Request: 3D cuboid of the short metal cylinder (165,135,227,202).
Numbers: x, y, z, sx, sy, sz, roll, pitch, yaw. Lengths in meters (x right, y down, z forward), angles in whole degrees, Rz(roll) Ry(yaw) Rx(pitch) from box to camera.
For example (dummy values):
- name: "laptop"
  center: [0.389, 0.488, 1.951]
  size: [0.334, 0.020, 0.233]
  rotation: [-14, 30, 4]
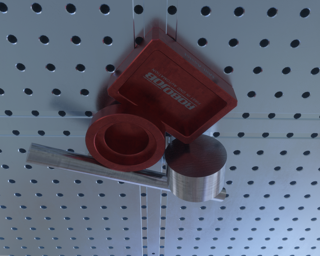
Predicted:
- name: "short metal cylinder"
  center: [0.048, 0.053, 0.419]
  size: [0.080, 0.080, 0.050]
  rotation: [-3, 130, 2]

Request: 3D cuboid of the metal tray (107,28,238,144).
- name: "metal tray"
  center: [0.016, -0.044, 0.370]
  size: [0.130, 0.030, 0.090]
  rotation: [33, 122, -25]

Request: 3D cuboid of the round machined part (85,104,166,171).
- name: "round machined part"
  center: [-0.042, 0.008, 0.396]
  size: [0.099, 0.042, 0.097]
  rotation: [1, 130, 1]

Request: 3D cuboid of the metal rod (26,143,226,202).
- name: "metal rod"
  center: [-0.030, 0.069, 0.444]
  size: [0.302, 0.025, 0.025]
  rotation: [17, 129, -25]

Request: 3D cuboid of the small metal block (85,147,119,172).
- name: "small metal block"
  center: [-0.076, 0.036, 0.441]
  size: [0.050, 0.025, 0.050]
  rotation: [22, 127, -18]
